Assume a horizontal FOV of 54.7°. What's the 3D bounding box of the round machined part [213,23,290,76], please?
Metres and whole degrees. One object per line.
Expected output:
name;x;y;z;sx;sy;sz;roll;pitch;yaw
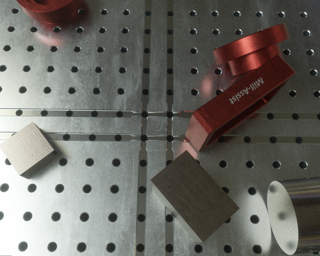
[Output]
round machined part;0.124;-0.101;0.416;0.099;0.098;0.042;-22;97;-8

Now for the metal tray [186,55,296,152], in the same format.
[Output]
metal tray;0.096;-0.027;0.387;0.131;0.090;0.030;-34;76;-12

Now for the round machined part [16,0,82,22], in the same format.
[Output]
round machined part;-0.167;-0.203;0.476;0.099;0.042;0.098;0;70;0

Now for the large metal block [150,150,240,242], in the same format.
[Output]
large metal block;0.035;0.080;0.353;0.050;0.080;0.080;-39;75;-13

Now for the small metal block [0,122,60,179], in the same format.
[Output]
small metal block;-0.168;0.029;0.400;0.050;0.025;0.050;-38;75;-13

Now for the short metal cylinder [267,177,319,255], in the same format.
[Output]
short metal cylinder;0.161;0.097;0.348;0.050;0.080;0.080;-5;70;-2
